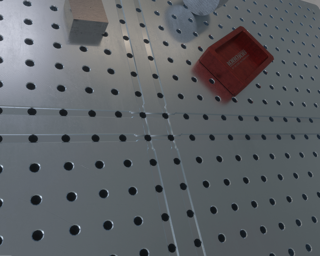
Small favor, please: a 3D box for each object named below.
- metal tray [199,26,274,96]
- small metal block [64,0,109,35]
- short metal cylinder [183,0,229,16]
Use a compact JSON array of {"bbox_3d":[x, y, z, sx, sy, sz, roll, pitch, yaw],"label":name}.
[{"bbox_3d":[0.141,-0.124,0.556,0.090,0.030,0.131,47,51,4],"label":"metal tray"},{"bbox_3d":[-0.108,-0.166,0.451,0.050,0.025,0.050,-5,64,-31],"label":"small metal block"},{"bbox_3d":[0.087,-0.257,0.577,0.080,0.080,0.050,45,51,3],"label":"short metal cylinder"}]
